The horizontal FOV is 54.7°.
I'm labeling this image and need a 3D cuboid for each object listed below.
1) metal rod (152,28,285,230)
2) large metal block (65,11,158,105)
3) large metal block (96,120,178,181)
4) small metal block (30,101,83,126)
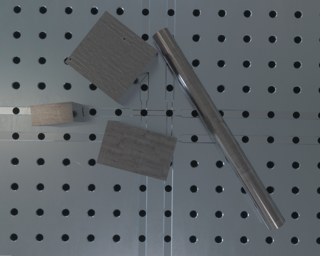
[{"bbox_3d":[0.078,0.001,0.414,0.025,0.025,0.299,-31,90,0],"label":"metal rod"},{"bbox_3d":[-0.059,-0.087,0.400,0.080,0.050,0.080,38,90,0],"label":"large metal block"},{"bbox_3d":[-0.026,0.025,0.386,0.080,0.080,0.050,15,90,0],"label":"large metal block"},{"bbox_3d":[-0.131,-0.017,0.400,0.050,0.050,0.025,-6,90,0],"label":"small metal block"}]
